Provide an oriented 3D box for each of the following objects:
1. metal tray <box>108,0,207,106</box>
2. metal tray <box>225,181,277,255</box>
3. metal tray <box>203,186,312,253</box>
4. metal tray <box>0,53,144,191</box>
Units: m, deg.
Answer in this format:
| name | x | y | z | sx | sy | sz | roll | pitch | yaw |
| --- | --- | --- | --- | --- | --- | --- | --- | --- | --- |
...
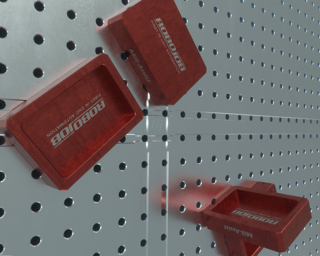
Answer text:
| name | x | y | z | sx | sy | sz | roll | pitch | yaw |
| --- | --- | --- | --- | --- | --- | --- | --- | --- | --- |
| metal tray | 0.002 | -0.105 | 0.410 | 0.090 | 0.030 | 0.130 | -46 | 118 | -30 |
| metal tray | 0.167 | 0.165 | 0.549 | 0.131 | 0.030 | 0.089 | -28 | 108 | -37 |
| metal tray | 0.142 | 0.129 | 0.463 | 0.091 | 0.130 | 0.030 | -27 | 107 | -37 |
| metal tray | -0.087 | -0.009 | 0.334 | 0.131 | 0.030 | 0.090 | -46 | 118 | -31 |
